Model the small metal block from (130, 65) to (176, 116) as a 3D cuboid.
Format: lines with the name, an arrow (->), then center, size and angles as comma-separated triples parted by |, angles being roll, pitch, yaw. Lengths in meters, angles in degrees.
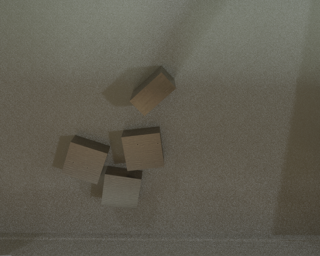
small metal block -> -0.008, -0.047, 0.380 | 0.050, 0.050, 0.025 | -41, 105, 13

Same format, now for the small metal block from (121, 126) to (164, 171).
small metal block -> -0.022, 0.028, 0.421 | 0.050, 0.025, 0.050 | -7, 110, 2

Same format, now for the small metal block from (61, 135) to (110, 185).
small metal block -> -0.102, 0.044, 0.426 | 0.050, 0.025, 0.050 | 19, 109, -7

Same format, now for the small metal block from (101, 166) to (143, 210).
small metal block -> -0.054, 0.085, 0.442 | 0.050, 0.025, 0.050 | 9, 110, -4
